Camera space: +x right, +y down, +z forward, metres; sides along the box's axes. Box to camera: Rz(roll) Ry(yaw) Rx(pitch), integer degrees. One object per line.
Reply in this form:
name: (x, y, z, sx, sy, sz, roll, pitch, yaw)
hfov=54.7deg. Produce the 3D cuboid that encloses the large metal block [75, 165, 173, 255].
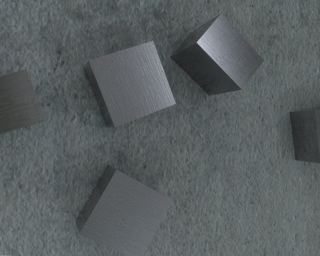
large metal block: (-0.045, 0.101, 0.380, 0.080, 0.050, 0.080, 32, 79, -18)

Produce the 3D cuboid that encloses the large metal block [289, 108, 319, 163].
large metal block: (0.262, 0.007, 0.495, 0.081, 0.050, 0.079, -10, 94, -20)

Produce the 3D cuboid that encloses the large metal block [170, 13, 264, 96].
large metal block: (0.072, -0.091, 0.408, 0.080, 0.080, 0.050, 42, 77, -16)

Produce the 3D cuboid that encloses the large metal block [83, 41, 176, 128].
large metal block: (-0.038, -0.052, 0.382, 0.081, 0.050, 0.080, -23, 98, -19)

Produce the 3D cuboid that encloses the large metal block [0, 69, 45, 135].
large metal block: (-0.167, -0.019, 0.318, 0.081, 0.080, 0.050, -20, 97, -19)
